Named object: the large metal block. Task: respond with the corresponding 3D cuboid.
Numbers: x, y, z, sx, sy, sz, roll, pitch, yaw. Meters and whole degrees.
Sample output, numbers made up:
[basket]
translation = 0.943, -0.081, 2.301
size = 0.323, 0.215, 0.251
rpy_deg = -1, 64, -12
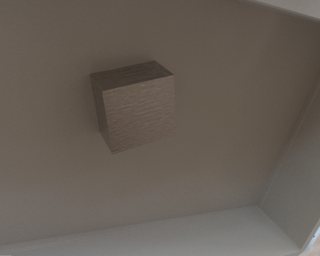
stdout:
[large metal block]
translation = -0.030, -0.026, 0.362
size = 0.081, 0.050, 0.079
rpy_deg = -16, 125, -20
